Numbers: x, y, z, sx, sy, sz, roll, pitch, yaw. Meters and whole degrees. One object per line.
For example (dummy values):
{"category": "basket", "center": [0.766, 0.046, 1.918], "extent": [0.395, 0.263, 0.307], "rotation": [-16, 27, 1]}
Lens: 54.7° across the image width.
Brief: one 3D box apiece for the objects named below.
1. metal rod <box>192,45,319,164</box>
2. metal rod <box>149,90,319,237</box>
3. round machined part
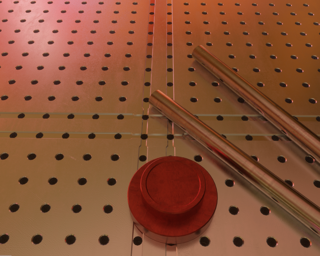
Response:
{"category": "metal rod", "center": [0.147, -0.031, 0.434], "extent": [0.025, 0.025, 0.300], "rotation": [-27, 55, -21]}
{"category": "metal rod", "center": [0.096, 0.040, 0.374], "extent": [0.025, 0.025, 0.300], "rotation": [-36, 59, -26]}
{"category": "round machined part", "center": [0.014, 0.070, 0.338], "extent": [0.099, 0.042, 0.098], "rotation": [0, 50, 0]}
